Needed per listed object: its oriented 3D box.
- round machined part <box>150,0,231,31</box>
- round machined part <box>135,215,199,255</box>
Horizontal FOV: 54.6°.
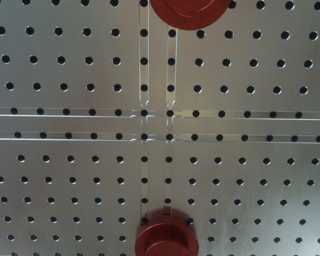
[{"bbox_3d":[0.035,-0.160,0.346,0.099,0.042,0.097,0,110,0],"label":"round machined part"},{"bbox_3d":[0.011,0.186,0.473,0.099,0.042,0.097,0,110,0],"label":"round machined part"}]
